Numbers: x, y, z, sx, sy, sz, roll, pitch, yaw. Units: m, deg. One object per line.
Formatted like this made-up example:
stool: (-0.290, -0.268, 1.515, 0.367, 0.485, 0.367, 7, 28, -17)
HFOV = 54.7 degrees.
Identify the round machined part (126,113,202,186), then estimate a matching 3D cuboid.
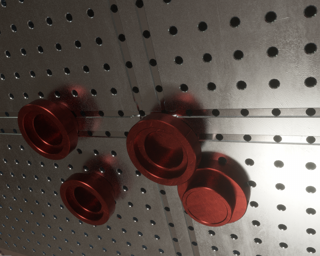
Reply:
round machined part: (0.009, 0.024, 0.408, 0.098, 0.042, 0.097, 13, 122, 22)

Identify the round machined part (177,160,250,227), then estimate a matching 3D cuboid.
round machined part: (0.069, 0.095, 0.422, 0.098, 0.042, 0.097, 13, 124, 20)

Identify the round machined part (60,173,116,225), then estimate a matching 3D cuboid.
round machined part: (-0.118, 0.116, 0.532, 0.098, 0.042, 0.097, 13, 124, 20)

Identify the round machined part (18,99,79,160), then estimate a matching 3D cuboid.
round machined part: (-0.169, -0.001, 0.486, 0.098, 0.042, 0.097, 13, 124, 20)
